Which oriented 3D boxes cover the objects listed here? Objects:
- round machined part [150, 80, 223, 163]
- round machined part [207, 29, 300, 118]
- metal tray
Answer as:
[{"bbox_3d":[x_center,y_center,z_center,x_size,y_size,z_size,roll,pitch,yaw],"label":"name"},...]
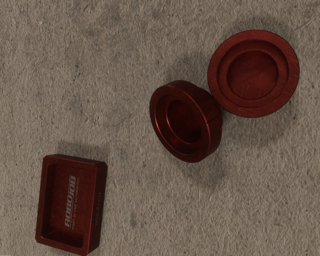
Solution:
[{"bbox_3d":[0.035,-0.011,0.370,0.098,0.042,0.097,32,136,37],"label":"round machined part"},{"bbox_3d":[0.108,-0.060,0.362,0.098,0.042,0.097,0,90,19],"label":"round machined part"},{"bbox_3d":[-0.129,0.108,0.450,0.090,0.030,0.129,7,92,19],"label":"metal tray"}]
